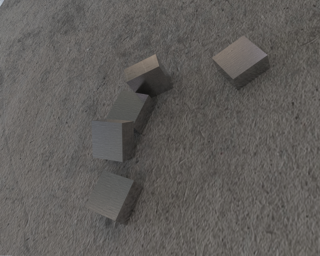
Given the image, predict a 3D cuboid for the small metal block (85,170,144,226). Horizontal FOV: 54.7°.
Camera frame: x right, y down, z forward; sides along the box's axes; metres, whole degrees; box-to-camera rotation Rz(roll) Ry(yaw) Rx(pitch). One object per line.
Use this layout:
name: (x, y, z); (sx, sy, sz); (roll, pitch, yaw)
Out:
small metal block: (-0.056, 0.085, 0.381); (0.050, 0.025, 0.050); (12, 68, 33)

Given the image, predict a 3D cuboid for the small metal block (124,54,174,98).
small metal block: (-0.015, -0.069, 0.439); (0.050, 0.050, 0.025); (-24, 53, 13)

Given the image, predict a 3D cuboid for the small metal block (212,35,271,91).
small metal block: (0.105, -0.084, 0.401); (0.050, 0.025, 0.050); (-35, 51, 4)

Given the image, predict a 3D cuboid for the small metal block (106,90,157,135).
small metal block: (-0.041, -0.023, 0.439); (0.050, 0.025, 0.050); (14, 69, 33)

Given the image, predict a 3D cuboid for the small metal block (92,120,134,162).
small metal block: (-0.063, 0.015, 0.412); (0.050, 0.025, 0.050); (5, 100, 30)
